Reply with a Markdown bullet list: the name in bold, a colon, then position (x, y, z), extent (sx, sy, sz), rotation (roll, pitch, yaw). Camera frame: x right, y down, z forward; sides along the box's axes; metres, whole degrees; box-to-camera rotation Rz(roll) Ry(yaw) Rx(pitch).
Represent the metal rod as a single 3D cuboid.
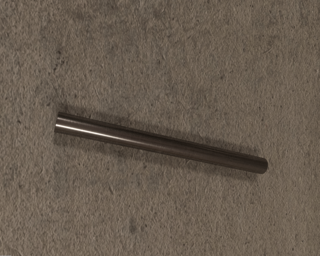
- **metal rod**: position (0.016, 0.025, 0.416), extent (0.302, 0.025, 0.025), rotation (13, 86, -20)
